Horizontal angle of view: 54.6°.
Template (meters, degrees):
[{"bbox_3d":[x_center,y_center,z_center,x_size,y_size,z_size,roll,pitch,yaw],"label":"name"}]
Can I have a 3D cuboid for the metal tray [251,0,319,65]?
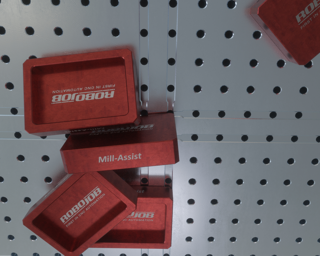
[{"bbox_3d":[0.185,-0.149,0.357,0.130,0.030,0.090,-42,105,14],"label":"metal tray"}]

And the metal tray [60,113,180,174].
[{"bbox_3d":[-0.045,0.016,0.383,0.131,0.090,0.030,-6,112,2],"label":"metal tray"}]

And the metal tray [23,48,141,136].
[{"bbox_3d":[-0.093,-0.042,0.373,0.131,0.030,0.090,-6,81,2],"label":"metal tray"}]

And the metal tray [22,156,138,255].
[{"bbox_3d":[-0.105,0.108,0.417,0.130,0.030,0.090,-41,105,13],"label":"metal tray"}]

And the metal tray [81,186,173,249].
[{"bbox_3d":[-0.048,0.132,0.458,0.131,0.030,0.089,1,110,-1],"label":"metal tray"}]
